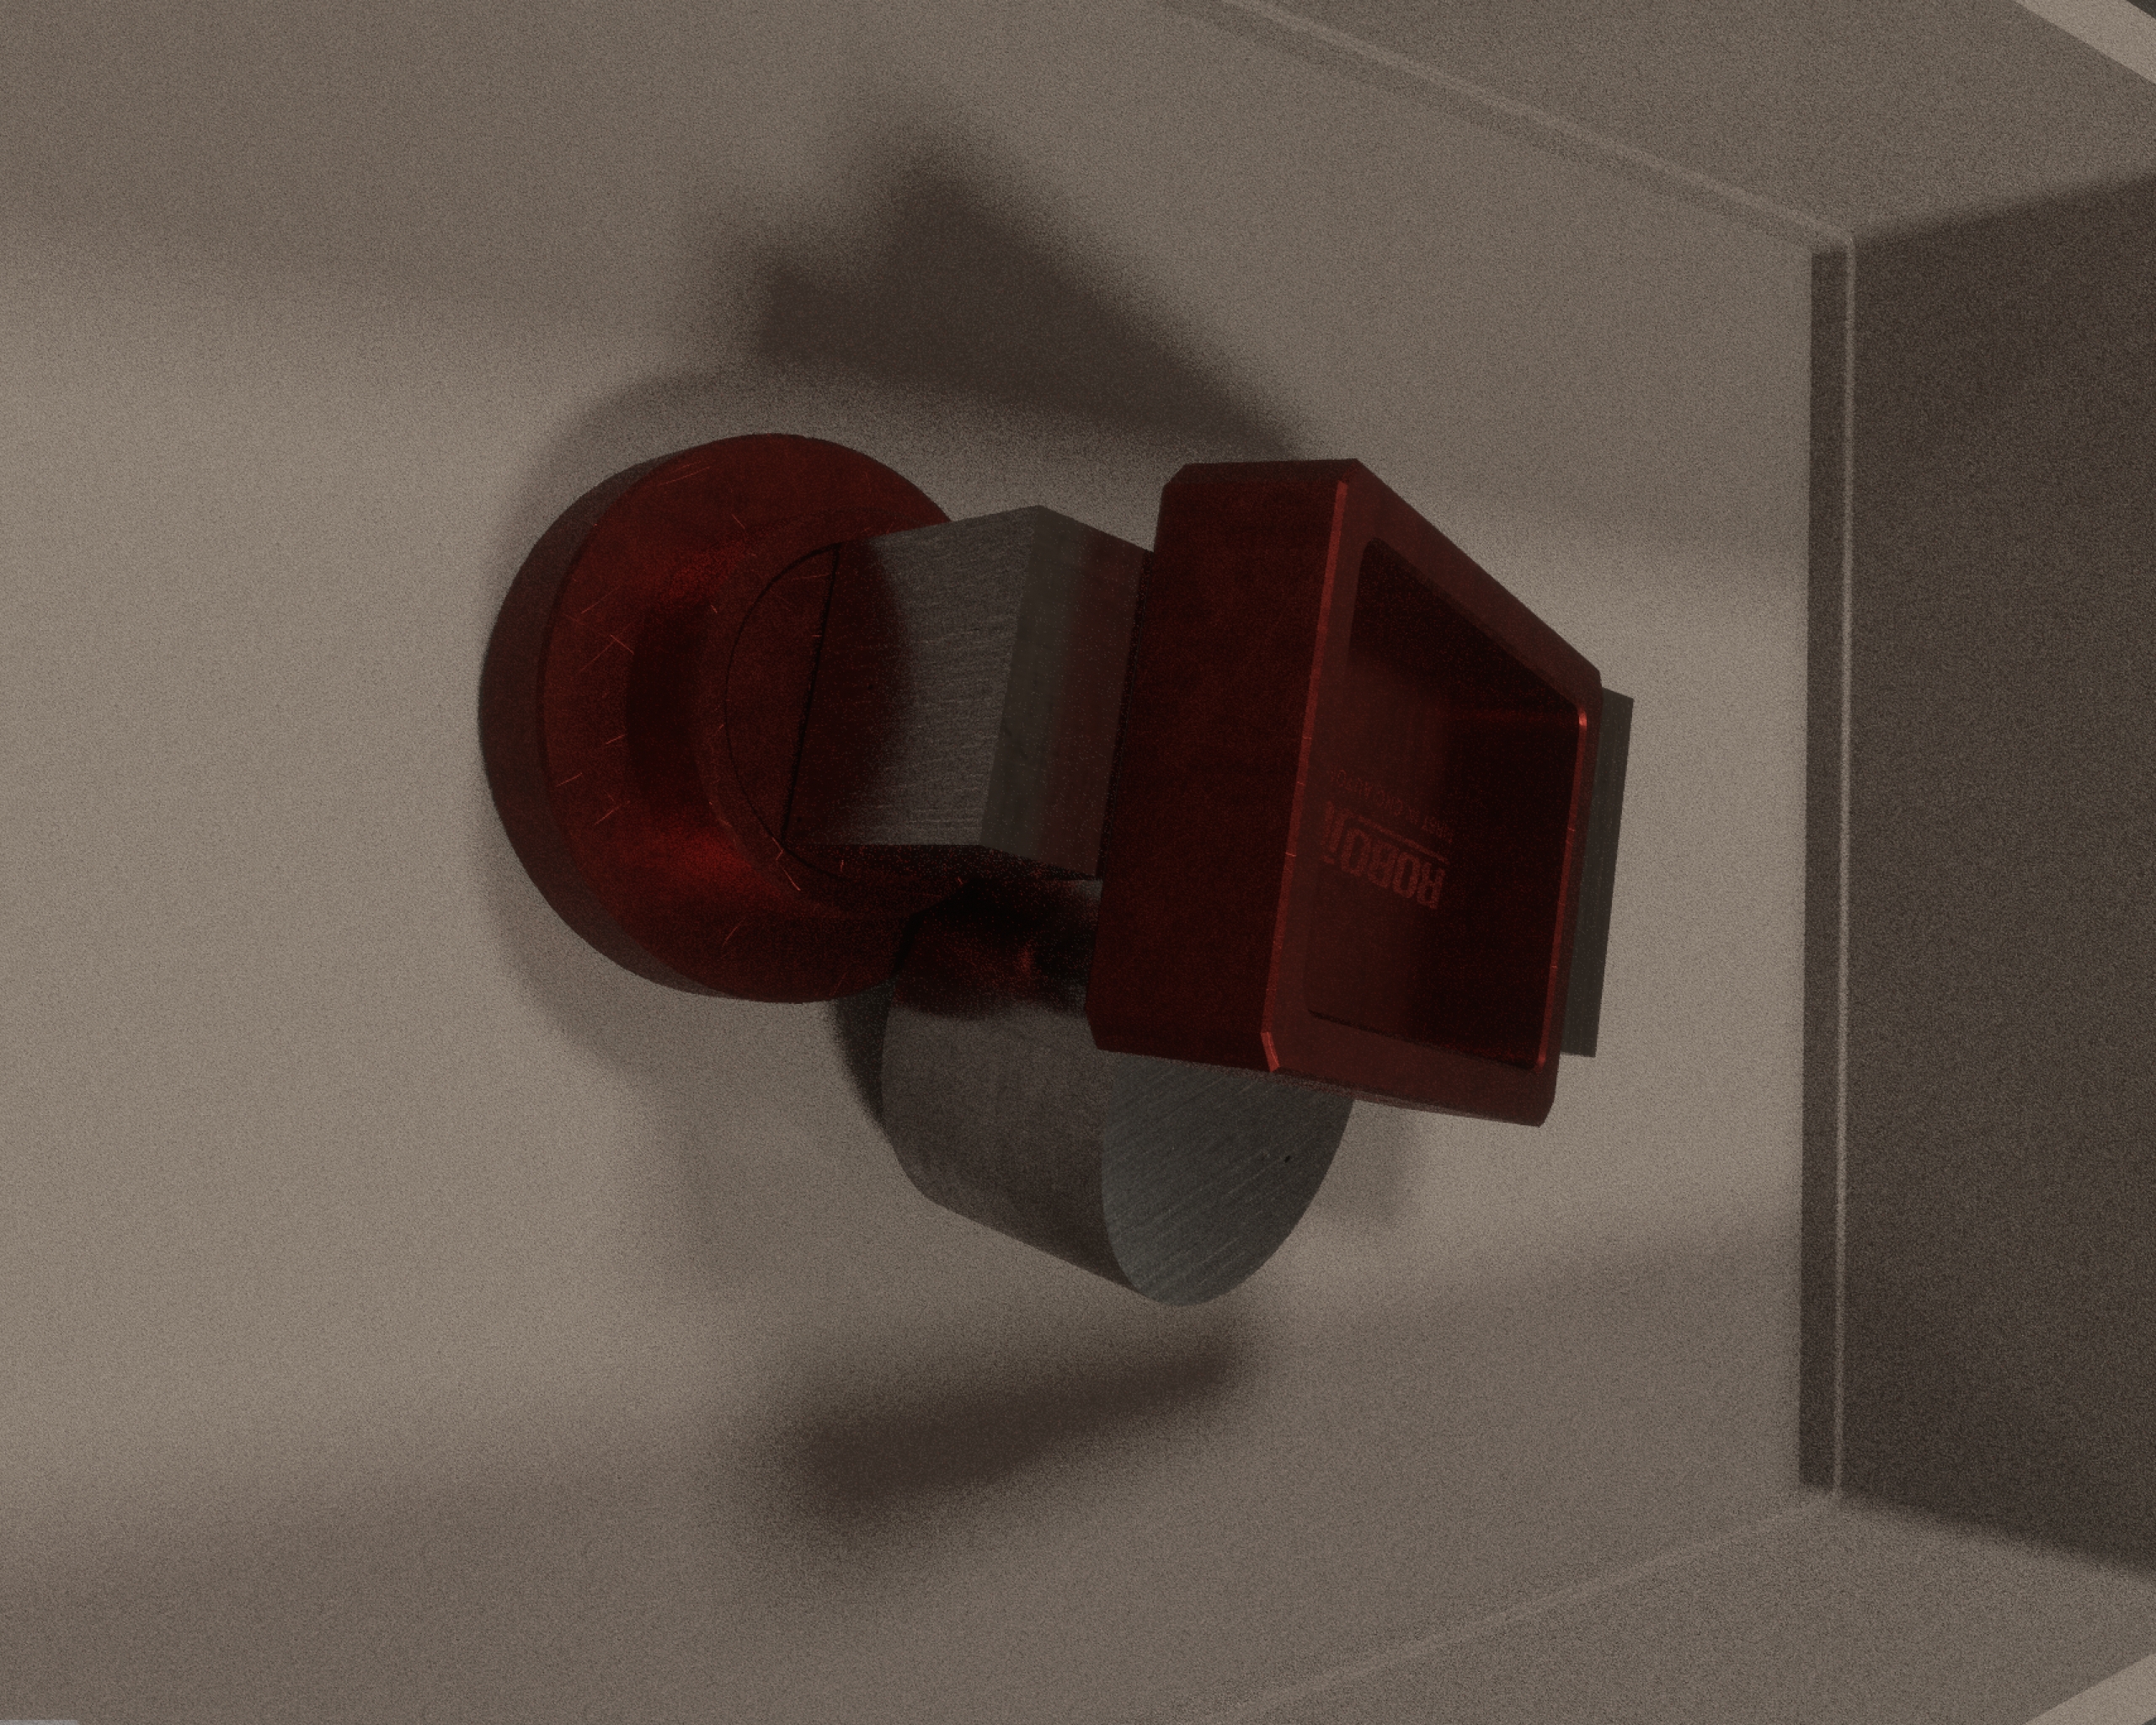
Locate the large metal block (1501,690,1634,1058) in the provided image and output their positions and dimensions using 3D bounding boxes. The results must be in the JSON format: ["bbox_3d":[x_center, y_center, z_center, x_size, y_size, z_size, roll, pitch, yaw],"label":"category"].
[{"bbox_3d":[0.071,-0.004,0.448,0.081,0.050,0.080,13,82,-40],"label":"large metal block"}]

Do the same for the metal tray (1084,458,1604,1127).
[{"bbox_3d":[0.052,-0.005,0.355,0.131,0.030,0.090,19,77,-58],"label":"metal tray"}]

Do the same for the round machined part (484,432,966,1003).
[{"bbox_3d":[-0.046,-0.025,0.356,0.099,0.042,0.097,0,90,-40],"label":"round machined part"}]

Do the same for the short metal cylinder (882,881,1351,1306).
[{"bbox_3d":[0.010,0.035,0.384,0.081,0.050,0.079,-23,121,-46],"label":"short metal cylinder"}]

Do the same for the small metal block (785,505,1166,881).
[{"bbox_3d":[-0.016,-0.024,0.321,0.025,0.050,0.050,16,80,-39],"label":"small metal block"}]
